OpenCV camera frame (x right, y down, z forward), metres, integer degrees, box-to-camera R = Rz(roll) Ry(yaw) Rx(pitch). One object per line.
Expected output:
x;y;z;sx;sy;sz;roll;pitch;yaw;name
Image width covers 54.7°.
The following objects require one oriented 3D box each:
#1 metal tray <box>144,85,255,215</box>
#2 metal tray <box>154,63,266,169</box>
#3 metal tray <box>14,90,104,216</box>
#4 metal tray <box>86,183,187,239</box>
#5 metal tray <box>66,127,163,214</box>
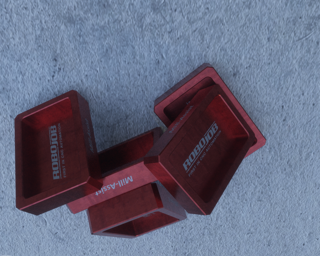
0.052;0.023;0.361;0.090;0.030;0.130;50;58;-16;metal tray
0.065;-0.007;0.406;0.090;0.030;0.130;-37;107;12;metal tray
-0.124;0.026;0.368;0.090;0.130;0.030;-23;147;7;metal tray
-0.024;0.113;0.406;0.090;0.130;0.030;-23;64;8;metal tray
-0.053;0.050;0.394;0.130;0.090;0.030;-23;109;8;metal tray
